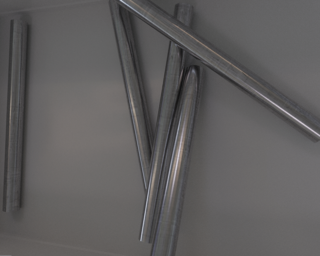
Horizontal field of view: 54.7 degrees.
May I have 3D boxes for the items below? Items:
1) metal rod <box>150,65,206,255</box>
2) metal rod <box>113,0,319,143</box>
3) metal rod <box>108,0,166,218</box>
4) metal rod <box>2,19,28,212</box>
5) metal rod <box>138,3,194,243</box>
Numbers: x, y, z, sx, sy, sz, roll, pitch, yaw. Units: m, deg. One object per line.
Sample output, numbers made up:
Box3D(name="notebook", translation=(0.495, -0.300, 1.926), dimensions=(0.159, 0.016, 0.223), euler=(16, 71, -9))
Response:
Box3D(name="metal rod", translation=(0.017, 0.062, 0.338), dimensions=(0.025, 0.025, 0.299), euler=(3, 65, 20))
Box3D(name="metal rod", translation=(0.062, -0.083, 0.365), dimensions=(0.300, 0.025, 0.025), euler=(37, 102, 7))
Box3D(name="metal rod", translation=(-0.031, -0.030, 0.421), dimensions=(0.025, 0.025, 0.298), euler=(-12, 86, 19))
Box3D(name="metal rod", translation=(-0.230, -0.018, 0.491), dimensions=(0.025, 0.025, 0.298), euler=(3, 91, 20))
Box3D(name="metal rod", translation=(0.009, -0.008, 0.392), dimensions=(0.025, 0.025, 0.298), euler=(8, 87, 20))
